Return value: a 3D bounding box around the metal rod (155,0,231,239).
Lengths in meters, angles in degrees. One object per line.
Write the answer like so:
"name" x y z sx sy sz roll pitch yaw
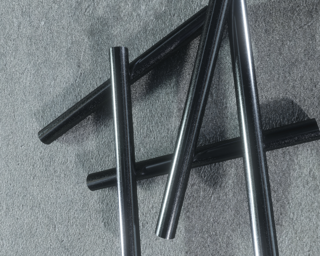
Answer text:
"metal rod" 0.039 -0.016 0.368 0.025 0.025 0.298 14 93 19

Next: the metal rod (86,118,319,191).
"metal rod" 0.039 0.039 0.395 0.301 0.025 0.025 -16 85 19

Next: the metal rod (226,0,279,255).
"metal rod" 0.101 -0.007 0.349 0.025 0.025 0.299 -8 78 20

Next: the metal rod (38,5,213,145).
"metal rod" -0.055 -0.064 0.428 0.300 0.025 0.025 -33 79 17

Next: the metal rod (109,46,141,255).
"metal rod" -0.044 0.047 0.396 0.025 0.025 0.298 -4 89 20
